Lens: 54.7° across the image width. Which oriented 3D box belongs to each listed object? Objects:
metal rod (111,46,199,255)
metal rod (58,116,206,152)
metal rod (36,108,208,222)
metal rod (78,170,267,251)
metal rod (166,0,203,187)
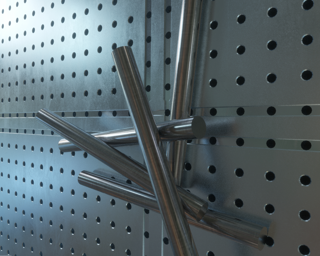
[{"bbox_3d":[-0.001,0.047,0.343,0.025,0.025,0.299,-27,76,36],"label":"metal rod"},{"bbox_3d":[-0.063,0.015,0.438,0.300,0.025,0.025,-9,85,45],"label":"metal rod"},{"bbox_3d":[-0.070,0.037,0.418,0.300,0.025,0.025,26,106,30],"label":"metal rod"},{"bbox_3d":[-0.009,0.098,0.414,0.300,0.025,0.025,8,95,39],"label":"metal rod"},{"bbox_3d":[0.031,-0.070,0.382,0.025,0.025,0.298,10,96,39],"label":"metal rod"}]
